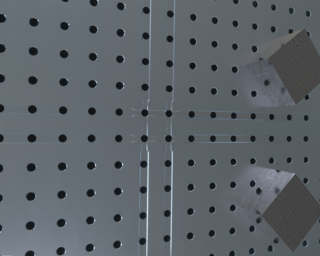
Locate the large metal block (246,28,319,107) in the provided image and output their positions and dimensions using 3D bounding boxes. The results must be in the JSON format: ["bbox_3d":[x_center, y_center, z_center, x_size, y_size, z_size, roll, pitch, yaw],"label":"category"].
[{"bbox_3d":[0.194,-0.089,0.470,0.080,0.050,0.080,-39,103,-16],"label":"large metal block"}]

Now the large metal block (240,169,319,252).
[{"bbox_3d":[0.184,0.121,0.467,0.080,0.050,0.080,-45,104,-14],"label":"large metal block"}]
